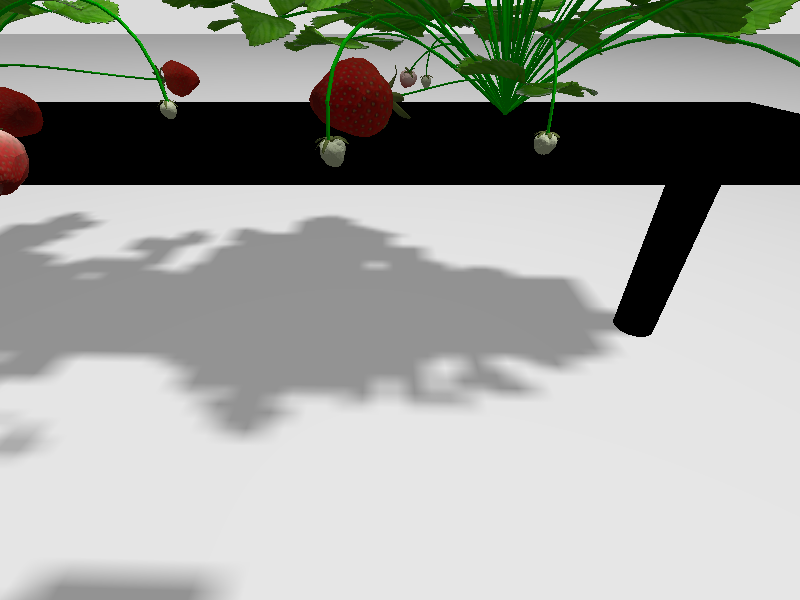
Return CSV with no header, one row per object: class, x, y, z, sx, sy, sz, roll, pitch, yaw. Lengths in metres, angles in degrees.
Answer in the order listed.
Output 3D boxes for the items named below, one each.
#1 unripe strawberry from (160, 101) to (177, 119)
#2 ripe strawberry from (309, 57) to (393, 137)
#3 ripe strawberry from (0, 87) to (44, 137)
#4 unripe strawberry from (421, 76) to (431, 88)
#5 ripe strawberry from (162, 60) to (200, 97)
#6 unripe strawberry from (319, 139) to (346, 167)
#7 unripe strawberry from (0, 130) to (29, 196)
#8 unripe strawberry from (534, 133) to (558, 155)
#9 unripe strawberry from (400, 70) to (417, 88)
unripe strawberry,-0.155,-0.127,0.268,0.010,0.011,0.011,9,36,12
ripe strawberry,-0.030,-0.123,0.245,0.049,0.042,0.049,-22,40,-27
ripe strawberry,-0.240,-0.115,0.246,0.034,0.029,0.034,21,40,26
unripe strawberry,0.027,-0.228,0.418,0.011,0.011,0.010,-15,38,-20
ripe strawberry,-0.217,-0.220,0.398,0.032,0.031,0.030,-21,40,-28
unripe strawberry,-0.034,-0.074,0.202,0.015,0.013,0.013,25,42,32
unripe strawberry,-0.173,-0.057,0.166,0.031,0.031,0.027,-31,-10,-37
unripe strawberry,0.070,-0.076,0.195,0.011,0.010,0.010,3,35,5
unripe strawberry,0.009,-0.244,0.443,0.019,0.017,0.017,-16,-20,-21
